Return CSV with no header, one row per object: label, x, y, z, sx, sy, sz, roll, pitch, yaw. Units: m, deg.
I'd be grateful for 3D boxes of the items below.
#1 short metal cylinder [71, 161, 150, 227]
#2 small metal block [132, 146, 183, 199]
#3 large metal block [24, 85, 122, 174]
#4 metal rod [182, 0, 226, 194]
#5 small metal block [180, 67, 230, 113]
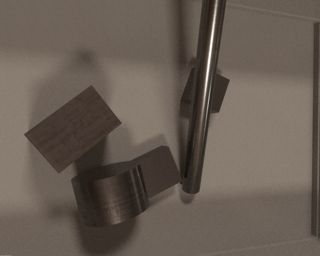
short metal cylinder,-0.057,0.074,0.361,0.081,0.080,0.050,-14,95,-20
small metal block,-0.005,0.057,0.410,0.050,0.025,0.050,-25,99,-19
large metal block,-0.098,0.000,0.346,0.080,0.080,0.050,-40,103,-16
metal rod,0.052,-0.051,0.367,0.025,0.025,0.298,-6,117,-20
small metal block,0.064,-0.053,0.435,0.050,0.025,0.050,22,83,-19
